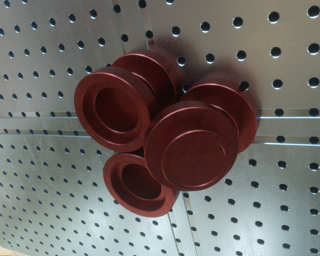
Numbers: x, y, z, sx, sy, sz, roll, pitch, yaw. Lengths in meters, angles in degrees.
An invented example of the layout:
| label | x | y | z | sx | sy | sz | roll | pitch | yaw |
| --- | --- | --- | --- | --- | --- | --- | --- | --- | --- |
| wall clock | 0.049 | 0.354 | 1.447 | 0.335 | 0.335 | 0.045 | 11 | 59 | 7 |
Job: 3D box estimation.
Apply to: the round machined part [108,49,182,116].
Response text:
| label | x | y | z | sx | sy | sz | roll | pitch | yaw |
| --- | --- | --- | --- | --- | --- | --- | --- | --- | --- |
| round machined part | -0.025 | -0.045 | 0.388 | 0.098 | 0.042 | 0.097 | 13 | 124 | 21 |

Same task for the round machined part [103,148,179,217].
| label | x | y | z | sx | sy | sz | roll | pitch | yaw |
| --- | --- | --- | --- | --- | --- | --- | --- | --- | --- |
| round machined part | -0.020 | 0.062 | 0.395 | 0.098 | 0.042 | 0.097 | 13 | 124 | 21 |

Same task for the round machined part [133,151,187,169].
| label | x | y | z | sx | sy | sz | roll | pitch | yaw |
| --- | --- | --- | --- | --- | --- | --- | --- | --- | --- |
| round machined part | -0.002 | 0.042 | 0.428 | 0.098 | 0.042 | 0.097 | 13 | 124 | 21 |

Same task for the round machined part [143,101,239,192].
| label | x | y | z | sx | sy | sz | roll | pitch | yaw |
| --- | --- | --- | --- | --- | --- | --- | --- | --- | --- |
| round machined part | 0.033 | 0.025 | 0.316 | 0.099 | 0.042 | 0.097 | -3 | 114 | -6 |

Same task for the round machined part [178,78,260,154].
| label | x | y | z | sx | sy | sz | roll | pitch | yaw |
| --- | --- | --- | --- | --- | --- | --- | --- | --- | --- |
| round machined part | 0.063 | -0.006 | 0.364 | 0.098 | 0.042 | 0.097 | 13 | 124 | 21 |

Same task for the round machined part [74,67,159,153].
| label | x | y | z | sx | sy | sz | roll | pitch | yaw |
| --- | --- | --- | --- | --- | --- | --- | --- | --- | --- |
| round machined part | -0.045 | -0.024 | 0.355 | 0.098 | 0.042 | 0.097 | 13 | 124 | 21 |
